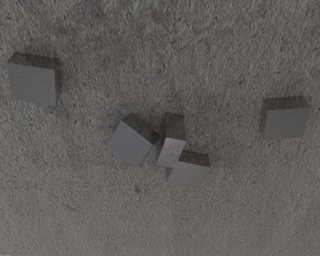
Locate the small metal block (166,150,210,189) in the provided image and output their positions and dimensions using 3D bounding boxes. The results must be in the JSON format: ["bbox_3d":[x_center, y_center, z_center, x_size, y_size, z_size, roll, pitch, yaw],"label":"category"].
[{"bbox_3d":[0.040,0.061,0.459,0.050,0.025,0.050,12,129,-11],"label":"small metal block"}]

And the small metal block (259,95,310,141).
[{"bbox_3d":[0.158,-0.012,0.398,0.050,0.025,0.050,-5,130,4],"label":"small metal block"}]

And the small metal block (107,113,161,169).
[{"bbox_3d":[-0.035,0.017,0.408,0.050,0.025,0.050,38,125,4],"label":"small metal block"}]

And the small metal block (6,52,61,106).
[{"bbox_3d":[-0.144,-0.056,0.358,0.050,0.025,0.050,7,130,-7],"label":"small metal block"}]

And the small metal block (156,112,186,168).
[{"bbox_3d":[0.013,0.016,0.404,0.025,0.050,0.050,11,129,-10],"label":"small metal block"}]
